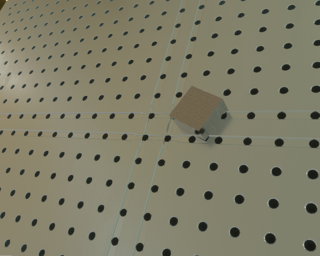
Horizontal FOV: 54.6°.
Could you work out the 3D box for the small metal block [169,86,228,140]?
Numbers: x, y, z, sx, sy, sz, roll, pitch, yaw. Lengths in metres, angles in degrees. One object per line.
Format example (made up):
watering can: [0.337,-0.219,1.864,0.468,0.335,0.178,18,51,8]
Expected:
small metal block: [0.049,-0.020,0.396,0.050,0.025,0.050,30,78,38]
